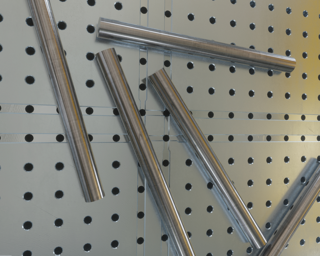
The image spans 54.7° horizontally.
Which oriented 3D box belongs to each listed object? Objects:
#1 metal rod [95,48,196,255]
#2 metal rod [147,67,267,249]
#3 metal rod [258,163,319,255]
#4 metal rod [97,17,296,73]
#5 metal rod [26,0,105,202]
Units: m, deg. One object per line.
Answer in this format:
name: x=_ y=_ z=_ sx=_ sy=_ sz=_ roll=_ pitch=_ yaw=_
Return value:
metal rod: x=-0.015 y=0.042 z=0.407 sx=0.025 sy=0.025 sz=0.298 roll=-24 pitch=98 yaw=-19
metal rod: x=0.072 y=0.050 z=0.440 sx=0.025 sy=0.025 sz=0.299 roll=-36 pitch=102 yaw=-17
metal rod: x=0.190 y=0.171 z=0.485 sx=0.025 sy=0.025 sz=0.300 roll=44 pitch=76 yaw=-15
metal rod: x=0.065 y=-0.112 z=0.437 sx=0.302 sy=0.025 sz=0.025 roll=5 pitch=88 yaw=-20
metal rod: x=-0.118 y=-0.057 z=0.369 sx=0.025 sy=0.025 sz=0.298 roll=-17 pitch=96 yaw=-20
